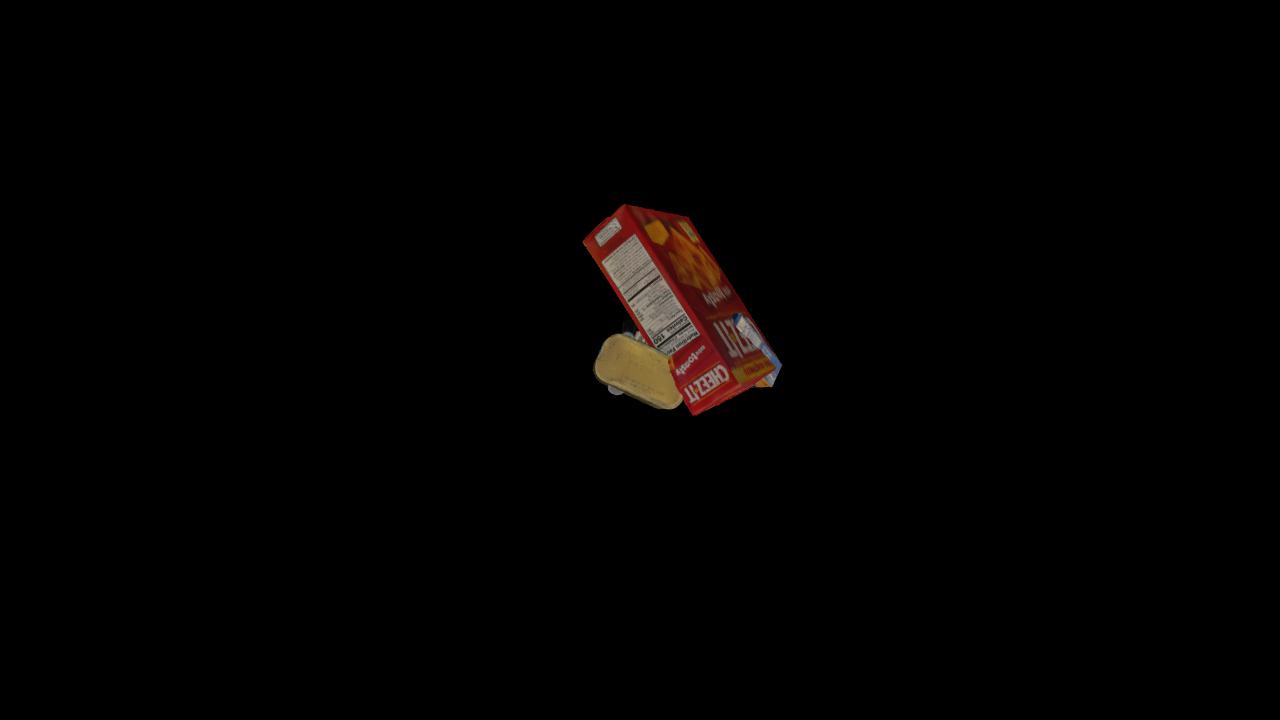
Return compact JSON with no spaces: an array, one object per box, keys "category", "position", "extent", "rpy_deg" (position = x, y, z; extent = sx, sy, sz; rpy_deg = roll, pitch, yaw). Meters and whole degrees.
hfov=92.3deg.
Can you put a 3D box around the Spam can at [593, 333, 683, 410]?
[{"category":"Spam can","position":[0.002,0.013,0.654],"extent":[0.101,0.058,0.085],"rpy_deg":[24,-4,-3]}]

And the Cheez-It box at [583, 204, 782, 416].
[{"category":"Cheez-It box","position":[0.055,-0.060,0.685],"extent":[0.071,0.223,0.166],"rpy_deg":[-36,-10,27]}]

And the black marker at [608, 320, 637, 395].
[{"category":"black marker","position":[-0.019,-0.007,0.708],"extent":[0.020,0.020,0.121],"rpy_deg":[0,40,9]}]

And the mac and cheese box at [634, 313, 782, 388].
[{"category":"mac and cheese box","position":[0.068,-0.003,0.746],"extent":[0.184,0.041,0.093],"rpy_deg":[-8,-44,48]}]
